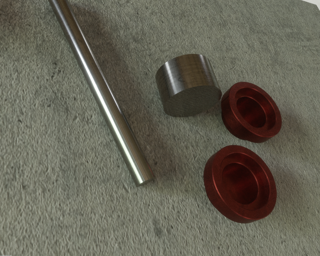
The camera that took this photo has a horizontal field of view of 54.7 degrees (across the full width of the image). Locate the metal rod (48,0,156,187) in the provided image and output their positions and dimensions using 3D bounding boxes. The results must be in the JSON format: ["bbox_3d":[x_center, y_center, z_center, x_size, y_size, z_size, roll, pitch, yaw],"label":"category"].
[{"bbox_3d":[-0.083,-0.065,0.399,0.025,0.025,0.299,-16,70,-35],"label":"metal rod"}]

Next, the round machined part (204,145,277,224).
[{"bbox_3d":[0.098,0.075,0.402,0.099,0.042,0.098,14,56,-21],"label":"round machined part"}]

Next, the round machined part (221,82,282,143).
[{"bbox_3d":[0.135,-0.020,0.481,0.099,0.042,0.098,14,56,-21],"label":"round machined part"}]

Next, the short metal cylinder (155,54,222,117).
[{"bbox_3d":[0.038,-0.056,0.425,0.081,0.080,0.050,0,62,-29],"label":"short metal cylinder"}]
